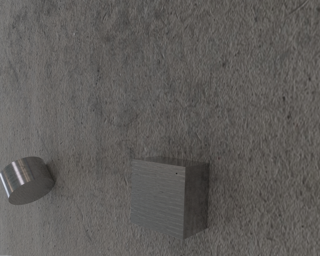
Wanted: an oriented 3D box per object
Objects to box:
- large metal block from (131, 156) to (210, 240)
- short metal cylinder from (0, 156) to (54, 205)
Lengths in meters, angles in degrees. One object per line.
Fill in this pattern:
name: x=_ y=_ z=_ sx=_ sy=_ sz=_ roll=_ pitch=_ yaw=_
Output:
large metal block: x=0.012 y=0.080 z=0.379 sx=0.080 sy=0.050 sz=0.079 roll=3 pitch=92 yaw=40
short metal cylinder: x=-0.244 y=0.097 z=0.571 sx=0.080 sy=0.081 sz=0.050 roll=-51 pitch=60 yaw=28
